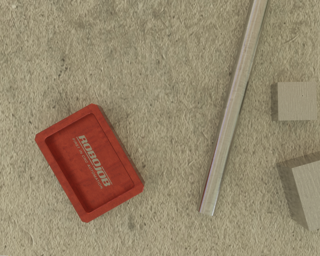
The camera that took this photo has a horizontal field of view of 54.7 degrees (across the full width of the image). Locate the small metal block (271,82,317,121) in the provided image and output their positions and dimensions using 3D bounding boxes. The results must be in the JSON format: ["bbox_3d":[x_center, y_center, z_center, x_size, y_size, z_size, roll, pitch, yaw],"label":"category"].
[{"bbox_3d":[0.178,-0.035,0.412,0.050,0.025,0.050,-1,90,-1],"label":"small metal block"}]

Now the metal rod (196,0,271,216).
[{"bbox_3d":[0.098,-0.033,0.411,0.025,0.025,0.298,15,90,-1],"label":"metal rod"}]

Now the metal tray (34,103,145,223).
[{"bbox_3d":[-0.089,0.044,0.406,0.090,0.030,0.130,-30,90,-1],"label":"metal tray"}]

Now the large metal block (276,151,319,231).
[{"bbox_3d":[0.209,0.076,0.400,0.080,0.050,0.080,-16,90,-1],"label":"large metal block"}]
